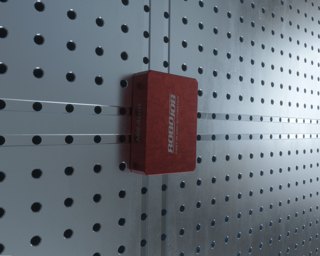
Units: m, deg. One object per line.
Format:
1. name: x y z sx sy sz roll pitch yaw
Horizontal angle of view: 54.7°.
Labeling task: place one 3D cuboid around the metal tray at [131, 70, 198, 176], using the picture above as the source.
1. metal tray: 0.008 -0.005 0.414 0.091 0.030 0.129 3 88 -40
